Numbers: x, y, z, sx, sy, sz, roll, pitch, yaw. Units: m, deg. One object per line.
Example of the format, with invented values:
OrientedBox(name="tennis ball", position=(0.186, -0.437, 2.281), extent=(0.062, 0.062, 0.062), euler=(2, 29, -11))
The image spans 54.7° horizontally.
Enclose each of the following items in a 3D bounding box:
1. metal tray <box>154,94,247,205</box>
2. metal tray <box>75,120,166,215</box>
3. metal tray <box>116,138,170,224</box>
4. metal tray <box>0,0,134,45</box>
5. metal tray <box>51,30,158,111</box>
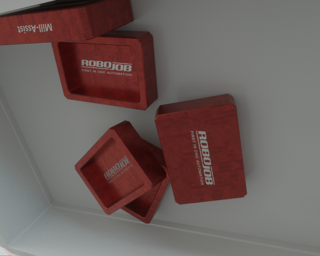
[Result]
OrientedBox(name="metal tray", position=(0.052, 0.030, 0.377), extent=(0.090, 0.030, 0.129), euler=(-9, 116, 10))
OrientedBox(name="metal tray", position=(-0.059, 0.059, 0.426), extent=(0.090, 0.030, 0.129), euler=(54, 134, 5))
OrientedBox(name="metal tray", position=(-0.033, 0.079, 0.471), extent=(0.090, 0.030, 0.129), euler=(28, 128, 10))
OrientedBox(name="metal tray", position=(-0.108, -0.122, 0.347), extent=(0.130, 0.090, 0.030), euler=(5, 121, 26))
OrientedBox(name="metal tray", position=(-0.071, -0.076, 0.395), extent=(0.130, 0.030, 0.089), euler=(9, 123, 23))
